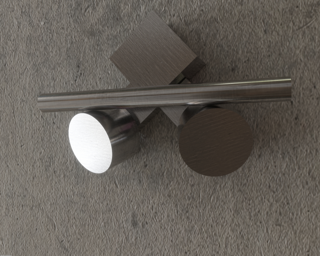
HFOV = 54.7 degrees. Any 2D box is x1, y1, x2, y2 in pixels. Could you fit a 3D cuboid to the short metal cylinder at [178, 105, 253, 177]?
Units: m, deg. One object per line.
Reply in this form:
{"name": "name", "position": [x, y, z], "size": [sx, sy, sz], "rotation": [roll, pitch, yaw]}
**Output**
{"name": "short metal cylinder", "position": [0.061, 0.009, 0.360], "size": [0.080, 0.050, 0.079], "rotation": [0, 108, 1]}

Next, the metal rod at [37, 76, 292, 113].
{"name": "metal rod", "position": [-0.011, -0.036, 0.359], "size": [0.301, 0.025, 0.025], "rotation": [-1, 90, 19]}

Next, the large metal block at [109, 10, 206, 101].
{"name": "large metal block", "position": [-0.002, -0.085, 0.395], "size": [0.080, 0.050, 0.080], "rotation": [-44, 77, 14]}

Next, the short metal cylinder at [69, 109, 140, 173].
{"name": "short metal cylinder", "position": [-0.074, 0.013, 0.407], "size": [0.080, 0.050, 0.079], "rotation": [15, 115, 34]}

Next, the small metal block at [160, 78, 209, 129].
{"name": "small metal block", "position": [0.036, -0.027, 0.397], "size": [0.050, 0.025, 0.050], "rotation": [-45, 76, 14]}

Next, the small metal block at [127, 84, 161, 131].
{"name": "small metal block", "position": [-0.032, -0.029, 0.422], "size": [0.050, 0.025, 0.050], "rotation": [-45, 76, 13]}
